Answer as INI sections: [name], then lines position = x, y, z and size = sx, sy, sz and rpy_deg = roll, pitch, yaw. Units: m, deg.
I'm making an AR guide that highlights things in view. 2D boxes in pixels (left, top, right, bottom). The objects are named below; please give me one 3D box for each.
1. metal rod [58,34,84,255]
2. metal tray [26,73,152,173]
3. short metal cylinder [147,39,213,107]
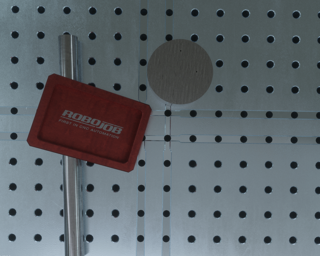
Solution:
[metal rod]
position = -0.118, 0.028, 0.411
size = 0.025, 0.025, 0.298
rpy_deg = -2, 90, -1
[metal tray]
position = -0.086, -0.004, 0.391
size = 0.131, 0.030, 0.090
rpy_deg = 18, 85, -14
[short metal cylinder]
position = 0.024, -0.069, 0.401
size = 0.081, 0.050, 0.079
rpy_deg = 0, 90, -1
